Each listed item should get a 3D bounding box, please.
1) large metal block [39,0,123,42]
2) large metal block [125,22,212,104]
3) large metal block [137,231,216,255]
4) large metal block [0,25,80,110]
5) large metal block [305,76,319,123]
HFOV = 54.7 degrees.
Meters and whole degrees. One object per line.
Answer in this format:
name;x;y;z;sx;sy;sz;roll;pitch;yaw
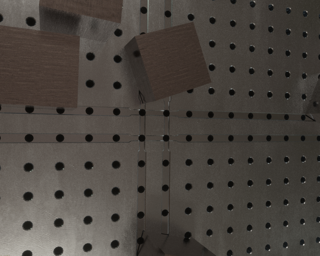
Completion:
large metal block;-0.090;-0.139;0.350;0.081;0.080;0.050;6;88;-20
large metal block;0.010;-0.083;0.404;0.081;0.050;0.080;-20;97;-19
large metal block;0.022;0.174;0.393;0.081;0.080;0.050;17;85;-20
large metal block;-0.136;-0.063;0.349;0.081;0.050;0.079;2;89;-20
large metal block;0.302;-0.042;0.513;0.080;0.050;0.080;27;81;-18
